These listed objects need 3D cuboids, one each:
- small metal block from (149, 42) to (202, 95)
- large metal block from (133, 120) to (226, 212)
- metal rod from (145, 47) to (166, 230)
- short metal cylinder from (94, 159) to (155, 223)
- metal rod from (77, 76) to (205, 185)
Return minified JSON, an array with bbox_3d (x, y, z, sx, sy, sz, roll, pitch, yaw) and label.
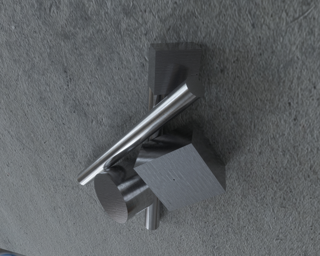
[{"bbox_3d":[0.016,-0.066,0.343,0.050,0.025,0.050,-6,123,-14],"label":"small metal block"},{"bbox_3d":[0.027,0.049,0.389,0.080,0.050,0.080,-26,114,24],"label":"large metal block"},{"bbox_3d":[-0.007,0.035,0.433,0.025,0.025,0.298,16,125,19],"label":"metal rod"},{"bbox_3d":[-0.054,0.093,0.462,0.080,0.050,0.079,27,129,39],"label":"short metal cylinder"},{"bbox_3d":[-0.047,0.022,0.424,0.025,0.025,0.299,47,136,-5],"label":"metal rod"}]
